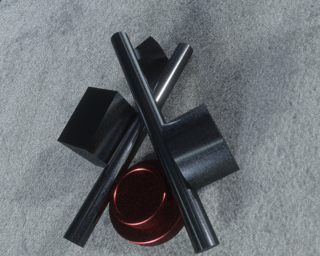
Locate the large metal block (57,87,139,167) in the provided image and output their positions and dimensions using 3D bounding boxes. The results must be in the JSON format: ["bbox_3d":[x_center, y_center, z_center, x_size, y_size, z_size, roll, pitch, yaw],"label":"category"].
[{"bbox_3d":[-0.071,0.004,0.403,0.050,0.080,0.080,12,68,33],"label":"large metal block"}]

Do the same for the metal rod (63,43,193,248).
[{"bbox_3d":[-0.028,0.004,0.397,0.025,0.025,0.300,12,62,33],"label":"metal rod"}]

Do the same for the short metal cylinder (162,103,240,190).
[{"bbox_3d":[0.044,0.020,0.334,0.050,0.080,0.080,-28,52,10],"label":"short metal cylinder"}]

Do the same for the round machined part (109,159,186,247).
[{"bbox_3d":[-0.017,0.081,0.353,0.098,0.042,0.098,-13,56,20],"label":"round machined part"}]

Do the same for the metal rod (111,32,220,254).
[{"bbox_3d":[-0.006,-0.006,0.367,0.025,0.025,0.299,-29,61,10],"label":"metal rod"}]

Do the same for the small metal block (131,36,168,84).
[{"bbox_3d":[-0.017,-0.097,0.456,0.050,0.050,0.025,-38,51,2],"label":"small metal block"}]
